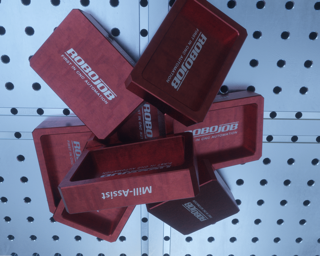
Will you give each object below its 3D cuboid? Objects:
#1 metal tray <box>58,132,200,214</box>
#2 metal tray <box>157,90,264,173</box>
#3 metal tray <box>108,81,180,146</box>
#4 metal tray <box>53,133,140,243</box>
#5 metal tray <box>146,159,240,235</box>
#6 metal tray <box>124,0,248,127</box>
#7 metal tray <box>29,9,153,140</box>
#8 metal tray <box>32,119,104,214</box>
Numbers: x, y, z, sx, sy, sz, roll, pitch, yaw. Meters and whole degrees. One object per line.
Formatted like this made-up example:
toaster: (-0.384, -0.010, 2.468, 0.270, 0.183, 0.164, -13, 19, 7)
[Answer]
metal tray: (-0.027, 0.043, 0.325, 0.130, 0.090, 0.030, -10, 110, 8)
metal tray: (0.066, 0.007, 0.394, 0.131, 0.030, 0.089, -10, 111, -15)
metal tray: (-0.019, 0.005, 0.412, 0.090, 0.030, 0.129, -5, 108, 0)
metal tray: (-0.073, 0.080, 0.407, 0.090, 0.030, 0.129, 25, 108, -9)
metal tray: (0.046, 0.097, 0.411, 0.090, 0.030, 0.130, -27, 141, 10)
metal tray: (0.032, -0.078, 0.346, 0.090, 0.030, 0.130, 32, 74, -11)
metal tray: (-0.079, -0.062, 0.369, 0.090, 0.030, 0.130, -43, 89, 14)
metal tray: (-0.115, 0.054, 0.430, 0.090, 0.030, 0.129, -4, 109, 1)
